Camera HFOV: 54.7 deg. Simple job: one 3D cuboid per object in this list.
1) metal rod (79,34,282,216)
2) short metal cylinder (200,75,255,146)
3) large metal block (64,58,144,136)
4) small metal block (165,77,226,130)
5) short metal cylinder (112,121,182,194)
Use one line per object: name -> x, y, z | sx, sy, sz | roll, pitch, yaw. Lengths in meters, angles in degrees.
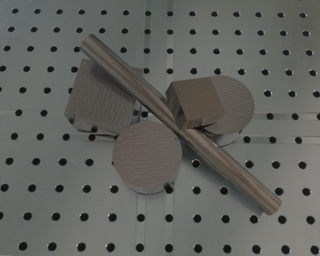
metal rod -> 0.025, -0.003, 0.372 | 0.300, 0.025, 0.025 | 41, 75, -1
short metal cylinder -> 0.076, -0.021, 0.403 | 0.081, 0.050, 0.080 | 0, 70, 0
large metal block -> -0.068, -0.037, 0.406 | 0.080, 0.050, 0.080 | 10, 70, 3
small metal block -> 0.040, -0.029, 0.358 | 0.050, 0.025, 0.050 | -11, 69, -23
short metal cylinder -> -0.015, 0.038, 0.381 | 0.081, 0.050, 0.080 | 0, 70, 0
